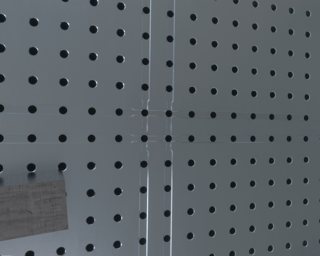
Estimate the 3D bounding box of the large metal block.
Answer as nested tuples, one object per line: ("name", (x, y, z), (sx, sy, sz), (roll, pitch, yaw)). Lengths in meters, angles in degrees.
("large metal block", (-0.144, 0.078, 0.330), (0.081, 0.080, 0.050), (-4, 92, -20))
